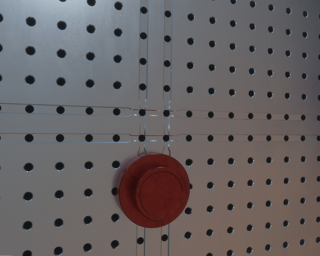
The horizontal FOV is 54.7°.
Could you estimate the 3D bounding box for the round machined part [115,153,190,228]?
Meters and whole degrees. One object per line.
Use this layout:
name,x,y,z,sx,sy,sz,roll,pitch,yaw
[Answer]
round machined part,-0.005,0.082,0.403,0.099,0.042,0.097,0,90,-20
